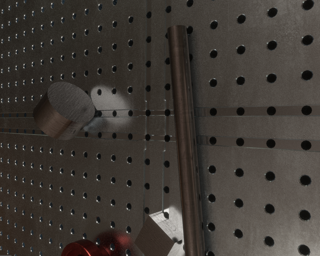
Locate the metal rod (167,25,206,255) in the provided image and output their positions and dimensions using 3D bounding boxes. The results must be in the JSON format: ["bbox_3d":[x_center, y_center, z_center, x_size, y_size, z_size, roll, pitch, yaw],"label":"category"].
[{"bbox_3d":[0.033,0.024,0.380,0.025,0.025,0.298,-7,85,39],"label":"metal rod"}]

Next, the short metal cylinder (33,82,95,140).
[{"bbox_3d":[-0.153,-0.027,0.497,0.050,0.081,0.080,-41,65,32],"label":"short metal cylinder"}]

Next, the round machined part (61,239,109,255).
[{"bbox_3d":[-0.112,0.225,0.488,0.098,0.042,0.097,0,90,39],"label":"round machined part"}]

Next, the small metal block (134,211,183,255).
[{"bbox_3d":[0.000,0.148,0.408,0.050,0.025,0.050,39,113,33],"label":"small metal block"}]
